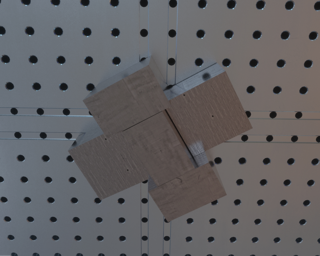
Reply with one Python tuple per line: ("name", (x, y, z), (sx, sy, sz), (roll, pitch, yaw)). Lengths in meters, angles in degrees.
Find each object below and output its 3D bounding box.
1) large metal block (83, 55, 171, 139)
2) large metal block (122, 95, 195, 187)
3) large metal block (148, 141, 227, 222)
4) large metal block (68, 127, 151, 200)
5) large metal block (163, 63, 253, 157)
("large metal block", (-0.035, -0.040, 0.368), (0.080, 0.080, 0.050), (-27, 108, 9))
("large metal block", (0.000, 0.012, 0.388), (0.050, 0.080, 0.080), (-27, 108, 10))
("large metal block", (0.033, 0.065, 0.408), (0.080, 0.080, 0.050), (-27, 108, 9))
("large metal block", (-0.060, 0.037, 0.414), (0.080, 0.050, 0.080), (-25, 108, 9))
("large metal block", (0.057, -0.023, 0.391), (0.080, 0.050, 0.080), (-27, 110, 9))
